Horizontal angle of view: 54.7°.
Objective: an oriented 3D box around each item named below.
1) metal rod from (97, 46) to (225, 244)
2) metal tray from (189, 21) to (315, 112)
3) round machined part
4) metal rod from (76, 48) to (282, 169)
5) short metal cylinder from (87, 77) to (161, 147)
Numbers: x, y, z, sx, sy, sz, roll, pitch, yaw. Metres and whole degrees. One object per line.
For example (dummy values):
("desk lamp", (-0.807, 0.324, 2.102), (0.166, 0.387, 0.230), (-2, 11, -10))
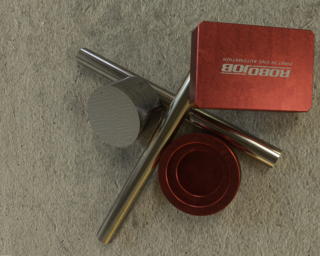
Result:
("metal rod", (-0.007, 0.030, 0.394), (0.025, 0.025, 0.298), (35, 108, 16))
("metal tray", (0.101, -0.064, 0.342), (0.131, 0.030, 0.089), (2, 91, -8))
("round machined part", (0.051, 0.055, 0.383), (0.098, 0.042, 0.097), (0, 90, 20))
("metal rod", (0.012, -0.034, 0.407), (0.300, 0.025, 0.025), (30, 100, 17))
("short metal cylinder", (-0.046, -0.022, 0.399), (0.080, 0.050, 0.079), (13, 116, 27))
